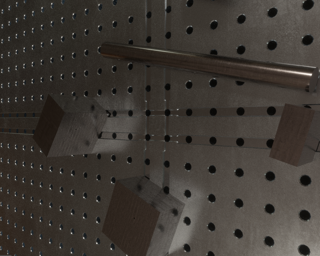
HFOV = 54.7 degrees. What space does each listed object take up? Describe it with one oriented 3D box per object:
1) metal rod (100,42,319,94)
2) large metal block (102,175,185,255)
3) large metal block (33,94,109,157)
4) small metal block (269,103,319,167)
[{"bbox_3d":[0.031,-0.082,0.381,0.300,0.025,0.025,18,102,38],"label":"metal rod"},{"bbox_3d":[-0.024,0.120,0.411,0.080,0.050,0.079,27,107,36],"label":"large metal block"},{"bbox_3d":[-0.139,-0.004,0.486,0.050,0.081,0.079,42,115,31],"label":"large metal block"},{"bbox_3d":[0.129,0.006,0.286,0.025,0.050,0.050,21,103,38],"label":"small metal block"}]
